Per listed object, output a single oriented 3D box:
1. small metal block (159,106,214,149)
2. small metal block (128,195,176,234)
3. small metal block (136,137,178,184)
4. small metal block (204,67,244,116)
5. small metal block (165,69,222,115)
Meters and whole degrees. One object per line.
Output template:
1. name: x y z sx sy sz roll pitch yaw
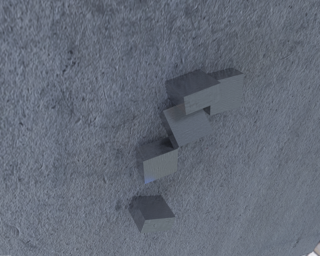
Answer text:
1. small metal block: 0.034 -0.006 0.404 0.050 0.025 0.050 -23 85 -15
2. small metal block: -0.013 0.127 0.462 0.050 0.050 0.025 5 116 -31
3. small metal block: -0.004 0.044 0.426 0.050 0.025 0.050 -19 138 -17
4. small metal block: 0.084 -0.050 0.422 0.050 0.025 0.050 -17 125 -19
5. small metal block: 0.041 -0.046 0.384 0.050 0.050 0.025 -22 127 -15
